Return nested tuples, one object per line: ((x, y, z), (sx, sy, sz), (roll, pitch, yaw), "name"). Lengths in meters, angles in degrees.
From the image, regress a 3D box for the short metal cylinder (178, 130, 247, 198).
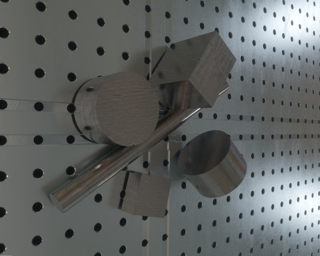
((0.072, 0.049, 0.430), (0.050, 0.080, 0.080), (51, 60, -28), "short metal cylinder")

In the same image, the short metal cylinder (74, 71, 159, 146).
((-0.048, -0.021, 0.348), (0.081, 0.050, 0.079), (0, 90, -40), "short metal cylinder")

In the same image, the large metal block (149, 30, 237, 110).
((0.039, -0.071, 0.402), (0.050, 0.080, 0.080), (44, 64, -32), "large metal block")

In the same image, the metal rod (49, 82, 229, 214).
((-0.004, 0.005, 0.402), (0.302, 0.025, 0.025), (-35, 112, -34), "metal rod")

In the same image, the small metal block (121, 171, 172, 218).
((-0.016, 0.084, 0.391), (0.050, 0.025, 0.050), (19, 78, -38), "small metal block")
